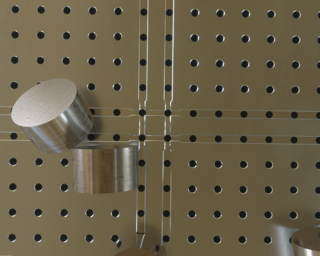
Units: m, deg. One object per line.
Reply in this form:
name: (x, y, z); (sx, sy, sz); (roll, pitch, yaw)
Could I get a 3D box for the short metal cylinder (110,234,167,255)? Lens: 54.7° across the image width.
short metal cylinder: (-0.030, 0.185, 0.401); (0.081, 0.050, 0.079); (0, 90, -1)

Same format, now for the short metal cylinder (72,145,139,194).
short metal cylinder: (-0.067, 0.048, 0.385); (0.081, 0.080, 0.050); (-1, 90, -1)

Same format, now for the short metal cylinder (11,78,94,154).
short metal cylinder: (-0.129, -0.015, 0.378); (0.080, 0.050, 0.080); (-9, 47, 10)

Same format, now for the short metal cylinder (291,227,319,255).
short metal cylinder: (0.212, 0.163, 0.389); (0.081, 0.080, 0.050); (-8, 90, 0)
